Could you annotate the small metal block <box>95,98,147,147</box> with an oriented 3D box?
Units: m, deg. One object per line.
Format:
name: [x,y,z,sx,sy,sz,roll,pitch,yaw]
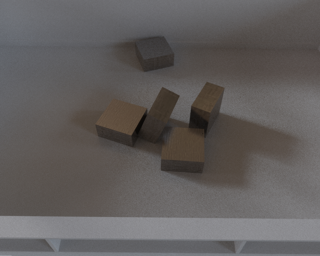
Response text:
small metal block: [-0.049,-0.008,0.411,0.050,0.025,0.050,17,52,13]

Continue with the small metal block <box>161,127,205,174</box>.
small metal block: [0.028,0.027,0.383,0.050,0.025,0.050,4,50,3]

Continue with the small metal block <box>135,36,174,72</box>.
small metal block: [-0.009,-0.122,0.507,0.050,0.025,0.050,-14,52,-12]

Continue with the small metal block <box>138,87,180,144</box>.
small metal block: [-0.002,-0.016,0.399,0.025,0.050,0.050,27,53,-2]

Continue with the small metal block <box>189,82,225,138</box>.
small metal block: [0.061,-0.024,0.410,0.025,0.050,0.050,22,53,17]
